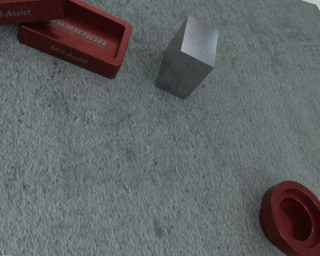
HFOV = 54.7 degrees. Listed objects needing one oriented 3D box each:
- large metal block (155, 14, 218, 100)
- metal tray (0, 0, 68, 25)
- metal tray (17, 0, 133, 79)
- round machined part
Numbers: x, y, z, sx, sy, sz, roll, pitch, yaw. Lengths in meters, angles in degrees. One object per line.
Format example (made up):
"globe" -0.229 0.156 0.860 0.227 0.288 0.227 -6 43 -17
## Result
"large metal block" 0.039 -0.102 0.453 0.050 0.080 0.080 23 53 -15
"metal tray" -0.187 -0.166 0.372 0.131 0.030 0.090 -12 59 -17
"metal tray" -0.110 -0.130 0.421 0.131 0.030 0.090 21 54 -16
"round machined part" 0.174 0.124 0.414 0.099 0.042 0.098 14 56 -21
